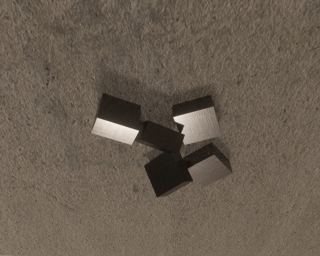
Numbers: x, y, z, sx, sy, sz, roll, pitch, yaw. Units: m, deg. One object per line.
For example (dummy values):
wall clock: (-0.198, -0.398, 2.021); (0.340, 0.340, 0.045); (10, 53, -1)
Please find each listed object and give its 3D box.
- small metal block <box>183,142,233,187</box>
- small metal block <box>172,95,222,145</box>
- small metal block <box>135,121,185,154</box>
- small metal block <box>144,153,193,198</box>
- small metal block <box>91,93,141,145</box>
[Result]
small metal block: (0.070, 0.055, 0.455); (0.050, 0.025, 0.050); (-32, 124, 23)
small metal block: (0.048, -0.010, 0.400); (0.050, 0.025, 0.050); (-15, 129, 12)
small metal block: (-0.003, 0.012, 0.400); (0.050, 0.025, 0.050); (21, 171, -18)
small metal block: (0.012, 0.065, 0.443); (0.050, 0.050, 0.025); (-35, 156, 26)
small metal block: (-0.053, -0.011, 0.380); (0.050, 0.050, 0.025); (18, 128, -15)
